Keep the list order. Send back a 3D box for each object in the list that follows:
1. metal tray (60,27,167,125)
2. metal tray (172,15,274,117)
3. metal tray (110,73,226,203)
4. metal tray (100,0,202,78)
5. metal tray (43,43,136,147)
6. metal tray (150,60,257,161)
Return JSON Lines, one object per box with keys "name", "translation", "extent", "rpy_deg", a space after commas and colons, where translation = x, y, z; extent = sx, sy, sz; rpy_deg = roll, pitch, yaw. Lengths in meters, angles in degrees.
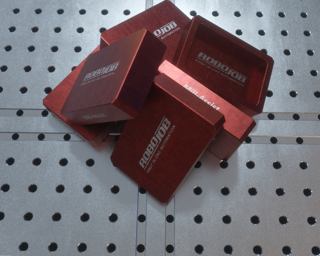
{"name": "metal tray", "translation": [-0.057, -0.052, 0.350], "extent": [0.030, 0.130, 0.090], "rpy_deg": [34, 67, -33]}
{"name": "metal tray", "translation": [0.084, -0.079, 0.413], "extent": [0.131, 0.030, 0.090], "rpy_deg": [24, 71, -15]}
{"name": "metal tray", "translation": [0.003, 0.015, 0.355], "extent": [0.090, 0.129, 0.030], "rpy_deg": [37, 35, 12]}
{"name": "metal tray", "translation": [-0.006, -0.118, 0.433], "extent": [0.131, 0.030, 0.090], "rpy_deg": [-38, 77, -27]}
{"name": "metal tray", "translation": [-0.081, -0.050, 0.427], "extent": [0.090, 0.030, 0.130], "rpy_deg": [37, 74, 11]}
{"name": "metal tray", "translation": [0.045, -0.018, 0.383], "extent": [0.130, 0.090, 0.030], "rpy_deg": [37, 74, 12]}
